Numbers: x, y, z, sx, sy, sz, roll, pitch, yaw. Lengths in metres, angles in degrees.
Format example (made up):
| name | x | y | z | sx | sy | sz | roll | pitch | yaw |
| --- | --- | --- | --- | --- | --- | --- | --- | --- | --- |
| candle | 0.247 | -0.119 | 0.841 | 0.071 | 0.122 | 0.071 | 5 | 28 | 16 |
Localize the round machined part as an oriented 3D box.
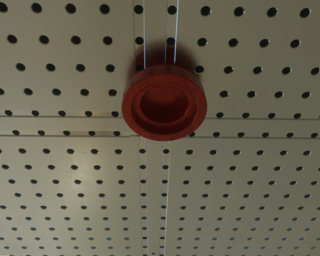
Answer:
| name | x | y | z | sx | sy | sz | roll | pitch | yaw |
| --- | --- | --- | --- | --- | --- | --- | --- | --- | --- |
| round machined part | 0.005 | -0.033 | 0.372 | 0.099 | 0.042 | 0.097 | -1 | 130 | 0 |
